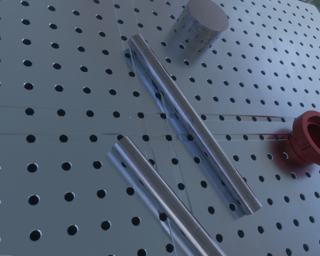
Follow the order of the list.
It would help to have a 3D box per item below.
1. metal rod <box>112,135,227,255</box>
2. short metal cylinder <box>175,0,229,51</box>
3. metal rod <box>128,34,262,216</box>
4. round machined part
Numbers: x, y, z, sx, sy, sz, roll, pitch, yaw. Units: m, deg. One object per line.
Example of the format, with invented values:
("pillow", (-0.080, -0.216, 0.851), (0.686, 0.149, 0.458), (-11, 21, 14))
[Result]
("metal rod", (0.048, 0.131, 0.355), (0.025, 0.025, 0.300), (-35, 81, -38))
("short metal cylinder", (0.073, -0.183, 0.546), (0.081, 0.050, 0.080), (14, 56, -21))
("metal rod", (0.043, -0.012, 0.440), (0.025, 0.025, 0.299), (-25, 76, -37))
("round machined part", (0.264, 0.022, 0.530), (0.099, 0.042, 0.098), (14, 56, -21))
